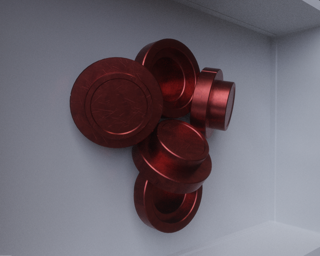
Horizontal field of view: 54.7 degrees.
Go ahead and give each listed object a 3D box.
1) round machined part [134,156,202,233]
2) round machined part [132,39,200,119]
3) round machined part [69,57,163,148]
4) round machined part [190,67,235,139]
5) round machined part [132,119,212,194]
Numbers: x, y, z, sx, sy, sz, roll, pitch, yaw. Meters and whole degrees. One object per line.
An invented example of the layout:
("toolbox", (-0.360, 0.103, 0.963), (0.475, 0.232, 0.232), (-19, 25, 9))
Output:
("round machined part", (0.006, 0.080, 0.398), (0.099, 0.042, 0.097), (0, 90, -40))
("round machined part", (0.004, -0.060, 0.395), (0.099, 0.042, 0.097), (0, 90, -40))
("round machined part", (-0.045, -0.025, 0.328), (0.099, 0.042, 0.097), (-3, 102, -12))
("round machined part", (0.077, -0.033, 0.428), (0.098, 0.042, 0.097), (10, 91, -71))
("round machined part", (0.020, 0.027, 0.372), (0.099, 0.098, 0.042), (-9, 140, -40))
